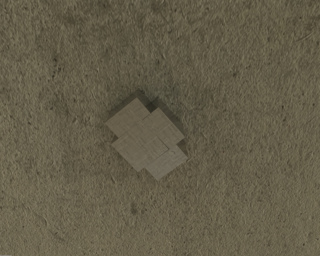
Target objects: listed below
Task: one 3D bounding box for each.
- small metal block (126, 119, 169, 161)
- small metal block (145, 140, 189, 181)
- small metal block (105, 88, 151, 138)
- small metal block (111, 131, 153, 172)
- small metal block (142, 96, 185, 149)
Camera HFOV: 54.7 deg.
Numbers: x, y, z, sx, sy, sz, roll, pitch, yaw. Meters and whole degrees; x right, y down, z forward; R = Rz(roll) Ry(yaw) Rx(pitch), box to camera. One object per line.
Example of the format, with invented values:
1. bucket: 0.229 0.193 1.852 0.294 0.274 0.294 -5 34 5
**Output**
1. small metal block: -0.015 0.007 0.399 0.025 0.050 0.050 -38 106 12
2. small metal block: 0.008 0.035 0.410 0.050 0.050 0.025 -37 106 12
3. small metal block: -0.038 -0.020 0.389 0.050 0.050 0.025 -37 106 12
4. small metal block: -0.034 0.022 0.405 0.025 0.050 0.050 -38 106 12
5. small metal block: 0.005 -0.008 0.394 0.025 0.050 0.050 -39 106 13
